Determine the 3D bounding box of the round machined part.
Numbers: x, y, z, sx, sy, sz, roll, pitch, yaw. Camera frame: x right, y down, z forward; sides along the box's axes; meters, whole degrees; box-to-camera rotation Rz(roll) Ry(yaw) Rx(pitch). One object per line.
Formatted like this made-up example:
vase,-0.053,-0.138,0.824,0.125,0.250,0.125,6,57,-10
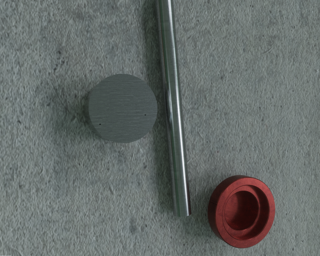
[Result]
round machined part,0.111,0.116,0.443,0.099,0.042,0.097,0,90,-21

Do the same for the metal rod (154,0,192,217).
metal rod,0.017,-0.032,0.416,0.025,0.025,0.298,-6,92,-20

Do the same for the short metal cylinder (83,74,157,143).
short metal cylinder,-0.049,-0.023,0.378,0.081,0.050,0.079,0,90,-21
